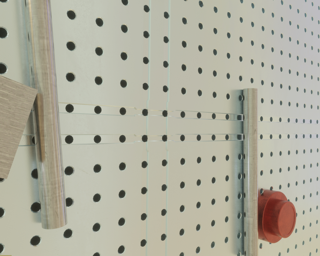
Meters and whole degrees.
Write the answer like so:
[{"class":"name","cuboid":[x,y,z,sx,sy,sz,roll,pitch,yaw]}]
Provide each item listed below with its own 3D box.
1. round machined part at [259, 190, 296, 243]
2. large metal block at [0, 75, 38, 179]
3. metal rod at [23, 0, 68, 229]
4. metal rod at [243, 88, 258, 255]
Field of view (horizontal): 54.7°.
[{"class":"round machined part","cuboid":[0.224,0.170,0.590,0.099,0.042,0.097,0,90,-40]},{"class":"large metal block","cuboid":[-0.162,-0.008,0.258,0.080,0.050,0.080,23,75,-38]},{"class":"metal rod","cuboid":[-0.117,-0.049,0.311,0.025,0.025,0.298,-6,94,-40]},{"class":"metal rod","cuboid":[0.160,0.080,0.546,0.025,0.025,0.298,-1,91,-40]}]
